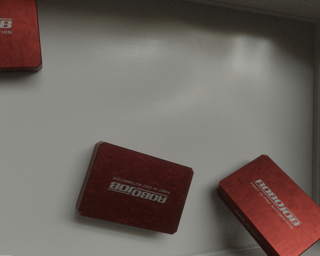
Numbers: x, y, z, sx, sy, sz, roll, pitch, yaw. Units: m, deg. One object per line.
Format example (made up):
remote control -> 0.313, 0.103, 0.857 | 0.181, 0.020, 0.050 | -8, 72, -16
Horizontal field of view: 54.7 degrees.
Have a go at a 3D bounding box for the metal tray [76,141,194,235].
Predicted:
metal tray -> -0.030, 0.077, 0.398 | 0.131, 0.030, 0.090 | 19, 84, -20

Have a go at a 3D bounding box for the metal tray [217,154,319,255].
metal tray -> 0.154, 0.108, 0.425 | 0.091, 0.030, 0.130 | -28, 57, -18

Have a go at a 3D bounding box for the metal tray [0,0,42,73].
metal tray -> -0.200, -0.106, 0.334 | 0.131, 0.030, 0.089 | -5, 92, -20
